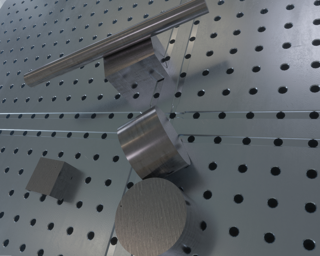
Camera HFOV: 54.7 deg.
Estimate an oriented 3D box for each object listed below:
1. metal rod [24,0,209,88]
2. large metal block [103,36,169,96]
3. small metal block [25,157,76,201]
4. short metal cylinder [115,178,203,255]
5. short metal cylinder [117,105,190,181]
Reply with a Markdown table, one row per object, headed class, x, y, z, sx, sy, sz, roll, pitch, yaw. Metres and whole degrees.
| class | x | y | z | sx | sy | sz | roll | pitch | yaw |
| --- | --- | --- | --- | --- | --- | --- | --- | --- | --- |
| metal rod | -0.075 | -0.122 | 0.457 | 0.301 | 0.025 | 0.025 | -18 | 55 | 17 |
| large metal block | -0.040 | -0.108 | 0.479 | 0.080 | 0.050 | 0.080 | -22 | 54 | 15 |
| small metal block | -0.157 | 0.073 | 0.446 | 0.050 | 0.025 | 0.050 | 5 | 64 | 30 |
| short metal cylinder | 0.000 | 0.100 | 0.331 | 0.080 | 0.050 | 0.080 | -13 | 56 | 21 |
| short metal cylinder | -0.006 | 0.020 | 0.364 | 0.050 | 0.080 | 0.080 | -31 | 52 | 9 |
